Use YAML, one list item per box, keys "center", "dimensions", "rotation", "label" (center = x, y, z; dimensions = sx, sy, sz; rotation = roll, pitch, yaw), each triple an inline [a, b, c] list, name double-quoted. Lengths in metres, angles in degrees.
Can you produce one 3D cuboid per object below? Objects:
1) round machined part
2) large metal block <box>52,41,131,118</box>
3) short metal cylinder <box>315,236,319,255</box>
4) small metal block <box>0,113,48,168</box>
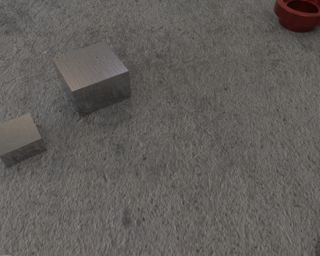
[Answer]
- center: [0.261, -0.214, 0.574]
  dimensions: [0.099, 0.042, 0.098]
  rotation: [0, 50, 0]
  label: "round machined part"
- center: [-0.097, -0.072, 0.447]
  dimensions: [0.081, 0.050, 0.080]
  rotation: [-25, 54, -19]
  label: "large metal block"
- center: [0.196, 0.120, 0.288]
  dimensions: [0.081, 0.050, 0.080]
  rotation: [0, 50, 0]
  label: "short metal cylinder"
- center: [-0.178, 0.014, 0.390]
  dimensions: [0.050, 0.025, 0.050]
  rotation: [-25, 55, -20]
  label: "small metal block"
